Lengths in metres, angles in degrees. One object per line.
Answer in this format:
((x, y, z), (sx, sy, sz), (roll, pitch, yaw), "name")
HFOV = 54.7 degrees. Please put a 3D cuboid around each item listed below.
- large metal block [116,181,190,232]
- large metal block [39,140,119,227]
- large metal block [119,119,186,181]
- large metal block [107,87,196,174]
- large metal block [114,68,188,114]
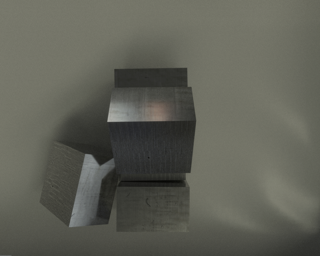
((-0.008, 0.090, 0.382), (0.081, 0.080, 0.050), (0, 90, -1), "large metal block")
((-0.096, 0.064, 0.373), (0.050, 0.080, 0.080), (12, 91, -43), "large metal block")
((-0.010, 0.024, 0.399), (0.081, 0.050, 0.079), (-1, 90, -1), "large metal block")
((-0.007, 0.004, 0.326), (0.081, 0.079, 0.050), (-1, 45, -1), "large metal block")
((-0.010, -0.041, 0.381), (0.081, 0.080, 0.050), (-1, 90, -1), "large metal block")
